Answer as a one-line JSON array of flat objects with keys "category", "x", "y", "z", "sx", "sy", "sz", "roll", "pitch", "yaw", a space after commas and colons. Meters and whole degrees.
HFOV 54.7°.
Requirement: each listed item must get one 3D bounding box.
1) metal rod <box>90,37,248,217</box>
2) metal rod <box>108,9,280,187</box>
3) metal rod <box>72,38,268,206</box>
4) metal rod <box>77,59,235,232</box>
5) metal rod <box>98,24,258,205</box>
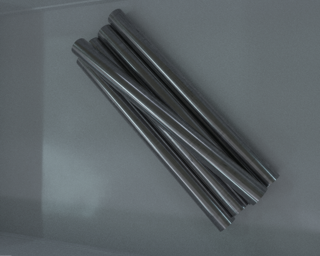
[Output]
[{"category": "metal rod", "x": 0.001, "y": -0.011, "z": 0.409, "sx": 0.025, "sy": 0.025, "sz": 0.300, "roll": -45, "pitch": 76, "yaw": 14}, {"category": "metal rod", "x": 0.034, "y": -0.046, "z": 0.397, "sx": 0.025, "sy": 0.025, "sz": 0.300, "roll": -45, "pitch": 76, "yaw": 14}, {"category": "metal rod", "x": 0.000, "y": -0.017, "z": 0.382, "sx": 0.300, "sy": 0.025, "sz": 0.025, "roll": 40, "pitch": 103, "yaw": 15}, {"category": "metal rod", "x": -0.013, "y": 0.009, "z": 0.414, "sx": 0.025, "sy": 0.025, "sz": 0.300, "roll": -45, "pitch": 76, "yaw": 14}, {"category": "metal rod", "x": 0.019, "y": -0.026, "z": 0.402, "sx": 0.025, "sy": 0.025, "sz": 0.300, "roll": -45, "pitch": 76, "yaw": 14}]
